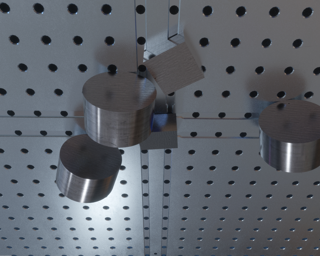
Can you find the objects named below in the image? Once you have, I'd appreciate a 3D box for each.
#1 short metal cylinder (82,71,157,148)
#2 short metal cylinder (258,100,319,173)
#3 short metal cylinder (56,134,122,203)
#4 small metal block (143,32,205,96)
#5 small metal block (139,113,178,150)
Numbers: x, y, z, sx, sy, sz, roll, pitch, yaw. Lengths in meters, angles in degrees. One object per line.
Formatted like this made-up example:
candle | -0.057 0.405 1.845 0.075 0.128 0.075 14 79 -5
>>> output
short metal cylinder | -0.046 -0.023 0.356 0.081 0.080 0.050 5 130 -4
short metal cylinder | 0.165 0.009 0.385 0.080 0.080 0.050 -10 130 8
short metal cylinder | -0.097 0.054 0.420 0.081 0.080 0.050 14 129 -12
small metal block | 0.016 -0.072 0.351 0.050 0.025 0.050 -23 127 18
small metal block | -0.003 0.006 0.406 0.050 0.025 0.050 -3 151 2
